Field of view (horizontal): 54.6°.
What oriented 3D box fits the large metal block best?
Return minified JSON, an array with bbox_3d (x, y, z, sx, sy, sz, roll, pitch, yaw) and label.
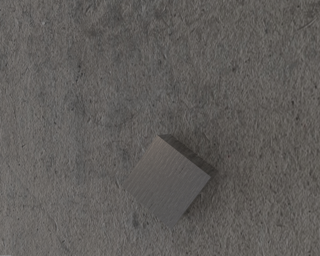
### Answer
[{"bbox_3d":[0.014,0.064,0.391,0.080,0.050,0.080,38,102,16],"label":"large metal block"}]
